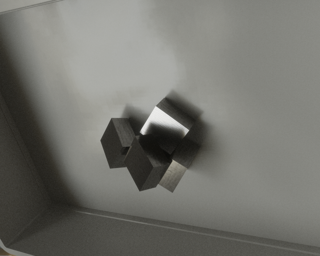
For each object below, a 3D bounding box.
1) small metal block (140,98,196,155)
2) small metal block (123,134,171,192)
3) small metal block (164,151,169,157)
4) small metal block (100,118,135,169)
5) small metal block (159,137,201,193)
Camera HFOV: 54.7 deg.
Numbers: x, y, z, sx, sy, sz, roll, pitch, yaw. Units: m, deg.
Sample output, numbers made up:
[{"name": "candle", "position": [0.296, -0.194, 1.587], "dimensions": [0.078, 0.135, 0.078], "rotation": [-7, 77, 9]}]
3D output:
[{"name": "small metal block", "position": [0.009, -0.002, 0.399], "dimensions": [0.050, 0.025, 0.050], "rotation": [36, 129, 3]}, {"name": "small metal block", "position": [-0.018, 0.044, 0.394], "dimensions": [0.050, 0.025, 0.050], "rotation": [57, 137, 32]}, {"name": "small metal block", "position": [-0.014, 0.039, 0.437], "dimensions": [0.050, 0.025, 0.050], "rotation": [36, 129, 3]}, {"name": "small metal block", "position": [-0.057, 0.021, 0.432], "dimensions": [0.050, 0.025, 0.050], "rotation": [-57, 47, 39]}, {"name": "small metal block", "position": [0.024, 0.048, 0.406], "dimensions": [0.025, 0.050, 0.050], "rotation": [31, 128, 8]}]
